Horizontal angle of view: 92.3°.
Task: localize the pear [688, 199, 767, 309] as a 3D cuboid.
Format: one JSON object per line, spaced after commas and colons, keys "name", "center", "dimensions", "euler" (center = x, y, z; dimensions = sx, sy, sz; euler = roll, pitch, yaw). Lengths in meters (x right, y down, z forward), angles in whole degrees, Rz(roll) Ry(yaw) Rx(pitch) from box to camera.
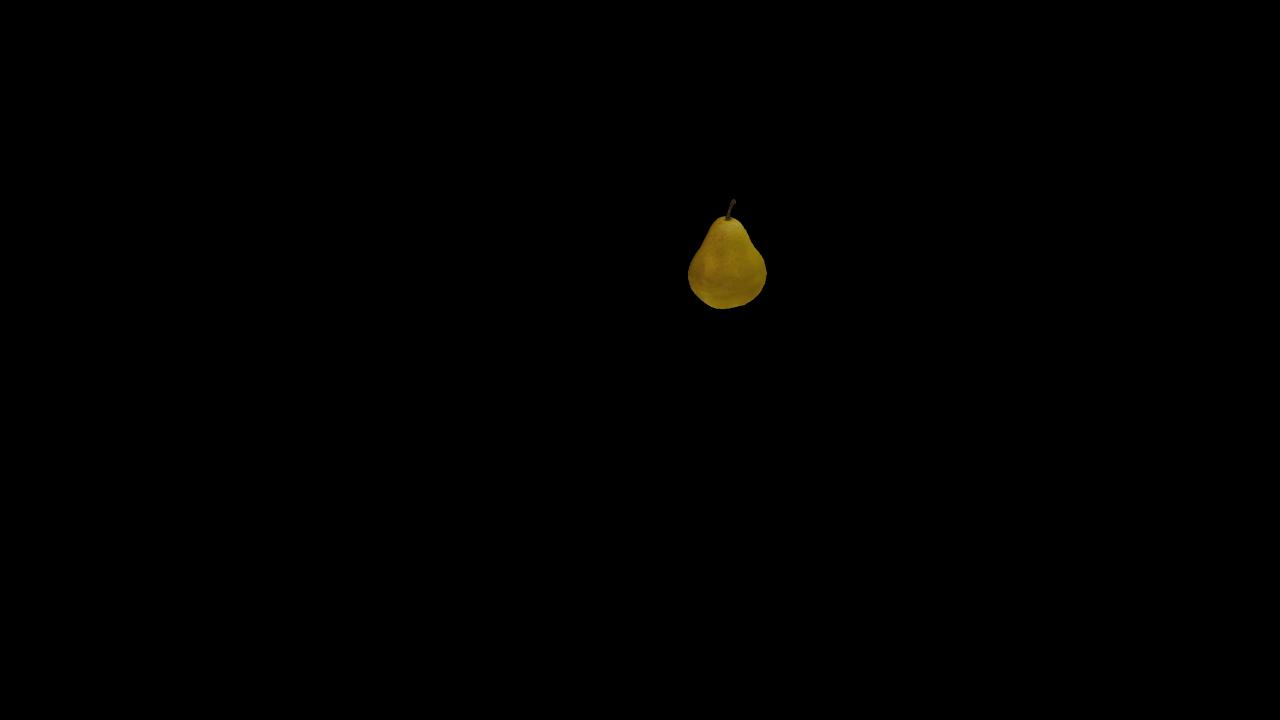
{"name": "pear", "center": [0.084, -0.106, 0.620], "dimensions": [0.080, 0.111, 0.080], "euler": [-11, 41, 10]}
